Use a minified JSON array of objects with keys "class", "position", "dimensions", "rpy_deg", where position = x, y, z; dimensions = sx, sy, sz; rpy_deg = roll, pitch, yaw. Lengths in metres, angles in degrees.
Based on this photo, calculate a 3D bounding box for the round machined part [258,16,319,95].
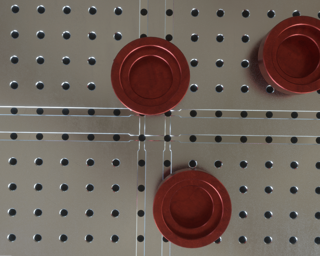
[{"class":"round machined part","position":[0.178,-0.092,0.407],"dimensions":[0.099,0.042,0.097],"rpy_deg":[0,90,-1]}]

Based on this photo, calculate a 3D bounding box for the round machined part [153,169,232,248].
[{"class":"round machined part","position":[0.040,0.101,0.406],"dimensions":[0.099,0.042,0.097],"rpy_deg":[0,90,-1]}]

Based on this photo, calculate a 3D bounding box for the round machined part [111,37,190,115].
[{"class":"round machined part","position":[-0.012,-0.065,0.405],"dimensions":[0.099,0.042,0.097],"rpy_deg":[0,90,-1]}]
